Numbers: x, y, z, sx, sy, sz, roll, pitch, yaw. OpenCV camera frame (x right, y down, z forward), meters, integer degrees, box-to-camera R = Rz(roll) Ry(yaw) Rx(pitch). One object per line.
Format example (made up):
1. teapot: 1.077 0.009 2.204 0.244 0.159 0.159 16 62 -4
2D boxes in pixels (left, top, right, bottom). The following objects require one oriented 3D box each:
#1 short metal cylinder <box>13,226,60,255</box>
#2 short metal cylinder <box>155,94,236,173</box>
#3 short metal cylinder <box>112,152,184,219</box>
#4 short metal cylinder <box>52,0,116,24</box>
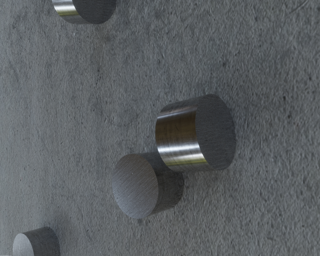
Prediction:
1. short metal cylinder: -0.232 0.232 0.581 0.080 0.050 0.080 0 90 40
2. short metal cylinder: 0.040 0.007 0.336 0.050 0.081 0.080 -11 83 39
3. short metal cylinder: -0.016 0.072 0.402 0.080 0.050 0.080 0 90 40
4. short metal cylinder: -0.113 -0.197 0.462 0.050 0.081 0.079 15 100 39
